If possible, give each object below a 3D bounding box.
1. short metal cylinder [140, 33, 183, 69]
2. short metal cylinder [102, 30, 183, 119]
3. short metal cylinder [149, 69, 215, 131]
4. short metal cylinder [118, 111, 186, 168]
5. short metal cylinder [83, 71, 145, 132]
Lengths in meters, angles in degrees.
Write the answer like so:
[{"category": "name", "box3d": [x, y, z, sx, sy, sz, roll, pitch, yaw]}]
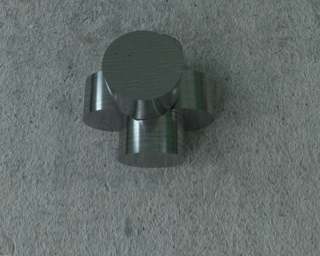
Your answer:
[{"category": "short metal cylinder", "box3d": [-0.009, -0.080, 0.409, 0.081, 0.080, 0.050, -2, 70, -1]}, {"category": "short metal cylinder", "box3d": [-0.017, -0.055, 0.331, 0.081, 0.050, 0.080, 0, 70, 0]}, {"category": "short metal cylinder", "box3d": [0.027, -0.032, 0.392, 0.081, 0.080, 0.050, 0, 70, -1]}, {"category": "short metal cylinder", "box3d": [-0.009, 0.015, 0.374, 0.081, 0.080, 0.050, 0, 70, -1]}, {"category": "short metal cylinder", "box3d": [-0.055, -0.031, 0.391, 0.081, 0.080, 0.050, -1, 70, -1]}]
